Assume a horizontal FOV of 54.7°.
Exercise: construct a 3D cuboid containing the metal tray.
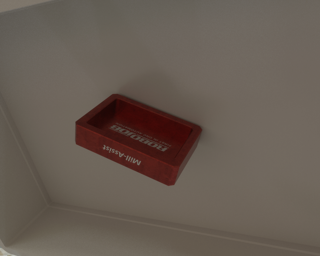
[{"bbox_3d":[-0.024,0.009,0.379,0.130,0.090,0.030,22,127,13],"label":"metal tray"}]
